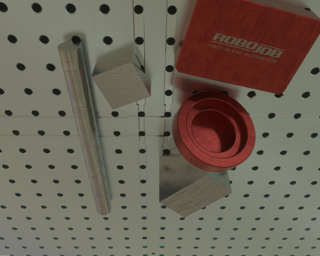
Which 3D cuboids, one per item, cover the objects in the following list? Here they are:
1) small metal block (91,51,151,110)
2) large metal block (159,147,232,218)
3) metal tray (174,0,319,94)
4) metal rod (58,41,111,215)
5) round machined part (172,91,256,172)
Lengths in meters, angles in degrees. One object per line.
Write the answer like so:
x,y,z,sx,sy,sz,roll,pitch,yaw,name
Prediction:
-0.044,-0.055,0.364,0.050,0.025,0.050,-18,128,14,small metal block
0.045,0.064,0.430,0.080,0.080,0.050,-36,122,27,large metal block
0.090,-0.092,0.331,0.131,0.030,0.089,11,129,-10,metal tray
-0.096,0.025,0.431,0.025,0.025,0.298,-1,130,0,metal rod
0.062,0.007,0.378,0.099,0.098,0.042,12,154,-11,round machined part
